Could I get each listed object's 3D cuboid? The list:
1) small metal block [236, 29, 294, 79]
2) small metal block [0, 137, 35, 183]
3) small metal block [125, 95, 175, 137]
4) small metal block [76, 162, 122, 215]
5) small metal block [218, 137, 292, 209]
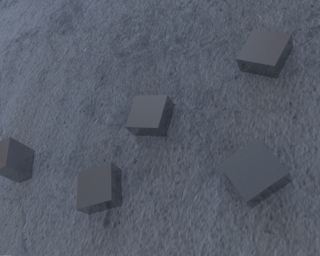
[{"bbox_3d":[0.133,-0.095,0.392,0.050,0.025,0.050,21,73,35],"label":"small metal block"},{"bbox_3d":[-0.221,0.049,0.471,0.025,0.050,0.050,-21,54,15],"label":"small metal block"},{"bbox_3d":[-0.013,-0.017,0.420,0.050,0.025,0.050,2,63,28],"label":"small metal block"},{"bbox_3d":[-0.077,0.077,0.395,0.050,0.025,0.050,-19,55,17],"label":"small metal block"},{"bbox_3d":[0.098,0.047,0.323,0.050,0.025,0.050,-36,51,4],"label":"small metal block"}]
